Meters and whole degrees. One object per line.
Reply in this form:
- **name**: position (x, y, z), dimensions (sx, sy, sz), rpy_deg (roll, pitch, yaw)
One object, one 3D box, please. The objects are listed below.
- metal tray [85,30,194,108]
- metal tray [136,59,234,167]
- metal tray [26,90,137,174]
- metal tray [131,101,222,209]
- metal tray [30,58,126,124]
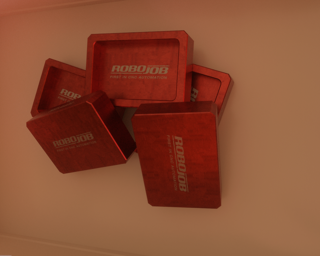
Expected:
- **metal tray**: position (-0.027, -0.070, 0.383), dimensions (0.130, 0.030, 0.089), rpy_deg (4, 91, 19)
- **metal tray**: position (0.029, -0.016, 0.395), dimensions (0.090, 0.030, 0.129), rpy_deg (20, 97, 18)
- **metal tray**: position (-0.104, 0.010, 0.405), dimensions (0.130, 0.030, 0.090), rpy_deg (-13, 115, 34)
- **metal tray**: position (0.024, 0.035, 0.363), dimensions (0.090, 0.030, 0.129), rpy_deg (-2, 118, 14)
- **metal tray**: position (-0.115, -0.038, 0.444), dimensions (0.130, 0.030, 0.089), rpy_deg (21, 97, 18)
